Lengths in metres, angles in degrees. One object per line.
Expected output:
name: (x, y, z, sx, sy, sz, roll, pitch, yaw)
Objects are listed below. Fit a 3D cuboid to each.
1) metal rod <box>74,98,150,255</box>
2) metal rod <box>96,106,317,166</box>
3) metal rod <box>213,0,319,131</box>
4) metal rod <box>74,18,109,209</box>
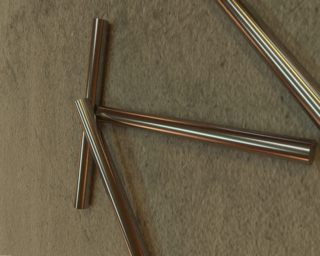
metal rod: (-0.060, 0.095, 0.436, 0.025, 0.025, 0.299, -32, 75, 35)
metal rod: (0.027, 0.000, 0.381, 0.300, 0.025, 0.025, 11, 97, 39)
metal rod: (0.108, -0.085, 0.314, 0.025, 0.025, 0.299, -44, 64, 31)
metal rod: (-0.110, -0.018, 0.492, 0.025, 0.025, 0.298, 12, 98, 39)
